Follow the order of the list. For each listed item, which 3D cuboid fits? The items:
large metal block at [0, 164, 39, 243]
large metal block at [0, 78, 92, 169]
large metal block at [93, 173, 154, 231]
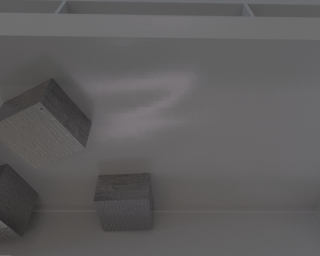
[{"bbox_3d":[-0.240,0.115,0.468,0.050,0.080,0.080,-16,129,13],"label":"large metal block"},{"bbox_3d":[-0.146,-0.003,0.388,0.080,0.050,0.080,-22,127,18],"label":"large metal block"},{"bbox_3d":[-0.054,0.119,0.493,0.080,0.050,0.080,-3,130,2],"label":"large metal block"}]
